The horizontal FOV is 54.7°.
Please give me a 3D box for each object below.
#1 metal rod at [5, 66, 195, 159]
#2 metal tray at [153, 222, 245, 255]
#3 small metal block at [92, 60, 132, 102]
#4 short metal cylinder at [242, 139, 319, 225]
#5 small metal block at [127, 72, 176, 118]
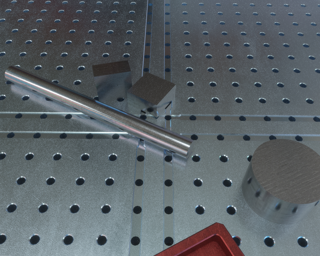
[{"bbox_3d":[-0.095,-0.028,0.430,0.301,0.025,0.025,23,54,17],"label":"metal rod"},{"bbox_3d":[0.023,0.154,0.274,0.131,0.030,0.090,-22,54,-18],"label":"metal tray"},{"bbox_3d":[-0.067,-0.067,0.447,0.050,0.050,0.025,-11,51,-9],"label":"small metal block"},{"bbox_3d":[0.137,0.059,0.344,0.081,0.050,0.080,0,50,0],"label":"short metal cylinder"},{"bbox_3d":[-0.012,-0.049,0.449,0.050,0.025,0.050,26,55,20],"label":"small metal block"}]
